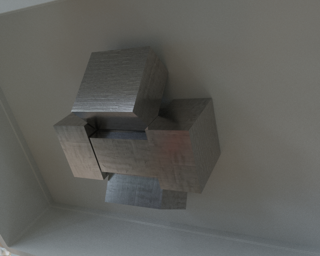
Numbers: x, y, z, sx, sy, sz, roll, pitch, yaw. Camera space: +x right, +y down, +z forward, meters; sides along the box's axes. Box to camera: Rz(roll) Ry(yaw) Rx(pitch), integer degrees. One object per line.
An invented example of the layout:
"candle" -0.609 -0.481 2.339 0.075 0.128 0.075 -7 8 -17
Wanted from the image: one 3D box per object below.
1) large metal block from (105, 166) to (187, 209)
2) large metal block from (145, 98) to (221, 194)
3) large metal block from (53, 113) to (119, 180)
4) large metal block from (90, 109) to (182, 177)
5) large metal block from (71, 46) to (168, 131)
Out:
"large metal block" -0.015 0.080 0.420 0.080 0.080 0.050 0 77 27
"large metal block" 0.031 0.018 0.366 0.050 0.080 0.080 1 119 28
"large metal block" -0.087 0.013 0.426 0.050 0.080 0.080 1 119 28
"large metal block" -0.027 0.015 0.395 0.080 0.080 0.050 1 119 28
"large metal block" -0.044 -0.043 0.360 0.080 0.080 0.050 2 157 27
